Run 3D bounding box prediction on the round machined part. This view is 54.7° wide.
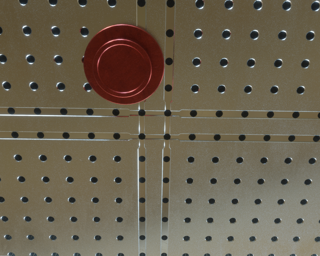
[{"bbox_3d":[-0.044,-0.075,0.376,0.099,0.042,0.097,0,110,-1],"label":"round machined part"}]
